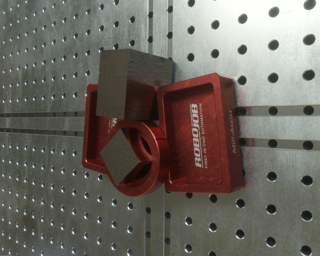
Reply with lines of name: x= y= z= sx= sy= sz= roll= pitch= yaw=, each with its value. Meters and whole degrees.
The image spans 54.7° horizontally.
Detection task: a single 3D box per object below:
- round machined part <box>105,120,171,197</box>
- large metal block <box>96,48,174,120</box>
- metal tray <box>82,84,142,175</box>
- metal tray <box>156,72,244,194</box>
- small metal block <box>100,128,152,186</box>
round machined part: x=-0.024 y=0.036 z=0.401 sx=0.098 sy=0.042 sz=0.097 roll=0 pitch=90 yaw=40
large metal block: x=-0.031 y=-0.052 z=0.394 sx=0.050 sy=0.081 sz=0.079 roll=8 pitch=95 yaw=40
metal tray: x=-0.073 y=0.002 z=0.461 sx=0.090 sy=0.030 sz=0.129 roll=8 pitch=95 yaw=39
metal tray: x=0.044 y=0.009 z=0.364 sx=0.090 sy=0.030 sz=0.129 roll=-8 pitch=85 yaw=39
small metal block: x=-0.042 y=0.035 z=0.384 sx=0.050 sy=0.025 sz=0.050 roll=-47 pitch=62 yaw=30
